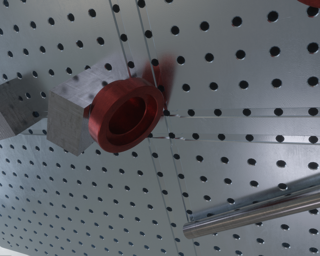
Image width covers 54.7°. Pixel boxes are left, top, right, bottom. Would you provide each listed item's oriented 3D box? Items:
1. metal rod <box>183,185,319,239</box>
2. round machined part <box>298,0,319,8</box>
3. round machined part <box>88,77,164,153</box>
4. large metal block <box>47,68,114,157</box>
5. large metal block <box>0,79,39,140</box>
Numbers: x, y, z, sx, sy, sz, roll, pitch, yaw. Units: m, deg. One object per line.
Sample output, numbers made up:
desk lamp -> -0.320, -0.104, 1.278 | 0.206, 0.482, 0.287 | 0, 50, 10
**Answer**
metal rod -> 0.147, 0.103, 0.396 | 0.299, 0.025, 0.025 | -30, 102, 38
round machined part -> 0.139, -0.146, 0.237 | 0.098, 0.042, 0.097 | 13, 124, 21
round machined part -> -0.046, -0.020, 0.381 | 0.042, 0.099, 0.097 | 42, 133, 30
large metal block -> -0.102, -0.023, 0.416 | 0.050, 0.080, 0.079 | 27, 128, 11
large metal block -> -0.267, -0.027, 0.520 | 0.080, 0.050, 0.080 | -12, 112, 33
